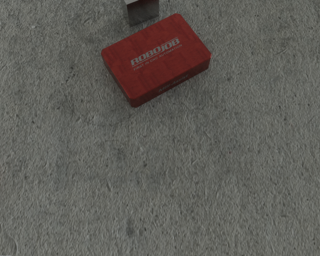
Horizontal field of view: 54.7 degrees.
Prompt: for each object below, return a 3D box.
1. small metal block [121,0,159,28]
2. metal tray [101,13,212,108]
[{"bbox_3d":[-0.029,-0.184,0.462,0.050,0.050,0.025,-25,72,-9],"label":"small metal block"},{"bbox_3d":[-0.005,-0.098,0.441,0.131,0.030,0.090,-30,73,-11],"label":"metal tray"}]
